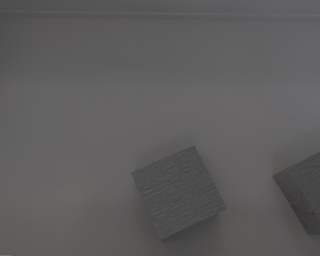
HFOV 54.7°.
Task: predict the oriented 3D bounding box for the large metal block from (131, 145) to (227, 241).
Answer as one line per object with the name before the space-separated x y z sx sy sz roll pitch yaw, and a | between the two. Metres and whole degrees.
large metal block | 0.020 0.078 0.368 0.080 0.050 0.080 -23 72 -8

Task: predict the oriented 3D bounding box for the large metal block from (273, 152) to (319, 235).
large metal block | 0.199 0.072 0.371 0.080 0.050 0.080 -24 72 -9
